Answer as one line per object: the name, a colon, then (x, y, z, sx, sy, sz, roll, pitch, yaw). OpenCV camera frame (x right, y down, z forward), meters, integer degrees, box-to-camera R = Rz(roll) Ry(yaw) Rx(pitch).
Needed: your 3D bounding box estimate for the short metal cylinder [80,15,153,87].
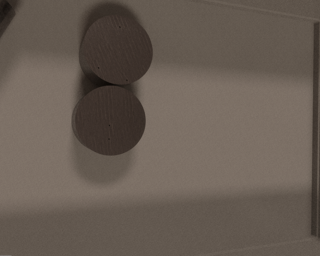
short metal cylinder: (-0.055, -0.090, 0.377, 0.081, 0.050, 0.079, 0, 90, -21)

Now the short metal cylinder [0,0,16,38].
short metal cylinder: (-0.196, -0.118, 0.309, 0.080, 0.080, 0.050, 30, 80, -18)

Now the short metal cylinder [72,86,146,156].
short metal cylinder: (-0.063, -0.009, 0.375, 0.081, 0.050, 0.079, 0, 90, -21)
